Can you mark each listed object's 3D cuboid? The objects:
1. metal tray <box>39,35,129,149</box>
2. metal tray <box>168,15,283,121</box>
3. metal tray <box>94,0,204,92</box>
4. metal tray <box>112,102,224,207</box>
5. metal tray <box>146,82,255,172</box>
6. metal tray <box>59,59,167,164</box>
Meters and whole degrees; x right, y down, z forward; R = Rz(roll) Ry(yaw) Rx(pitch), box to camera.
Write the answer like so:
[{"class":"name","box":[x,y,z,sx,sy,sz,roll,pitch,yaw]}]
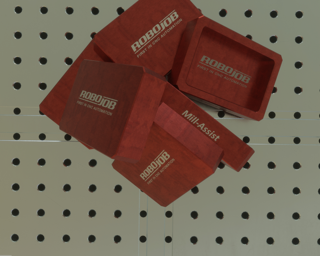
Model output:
[{"class":"metal tray","box":[-0.081,-0.048,0.410,0.090,0.030,0.130,39,90,-1]},{"class":"metal tray","box":[0.083,-0.070,0.387,0.131,0.030,0.090,18,90,-23]},{"class":"metal tray","box":[-0.007,-0.114,0.392,0.130,0.030,0.090,-44,93,-14]},{"class":"metal tray","box":[0.003,0.038,0.365,0.090,0.129,0.030,38,51,0]},{"class":"metal tray","box":[0.044,-0.003,0.380,0.130,0.090,0.030,38,90,0]},{"class":"metal tray","box":[-0.058,-0.024,0.337,0.030,0.130,0.090,19,90,-42]}]
